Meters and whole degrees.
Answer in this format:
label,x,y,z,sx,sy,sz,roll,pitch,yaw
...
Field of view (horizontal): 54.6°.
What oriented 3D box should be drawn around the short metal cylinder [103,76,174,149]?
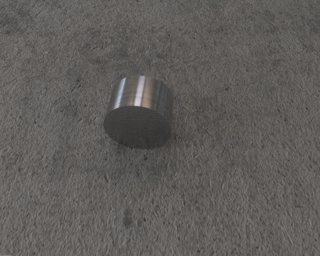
label,x,y,z,sx,sy,sz,roll,pitch,yaw
short metal cylinder,-0.025,-0.018,0.383,0.080,0.080,0.050,4,50,3
